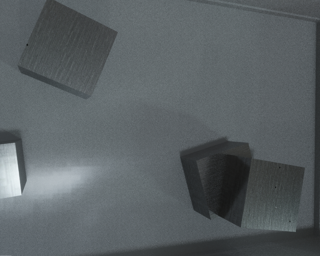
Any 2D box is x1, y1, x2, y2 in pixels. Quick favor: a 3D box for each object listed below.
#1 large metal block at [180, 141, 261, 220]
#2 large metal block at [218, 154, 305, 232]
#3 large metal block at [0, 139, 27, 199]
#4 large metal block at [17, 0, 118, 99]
[{"bbox_3d":[0.083,0.068,0.428,0.081,0.050,0.080,-16,96,-19],"label":"large metal block"},{"bbox_3d":[0.127,0.081,0.391,0.081,0.050,0.080,11,86,-20],"label":"large metal block"},{"bbox_3d":[-0.184,0.043,0.314,0.081,0.080,0.050,-7,93,-20],"label":"large metal block"},{"bbox_3d":[-0.106,-0.087,0.358,0.080,0.050,0.080,23,83,-19],"label":"large metal block"}]
